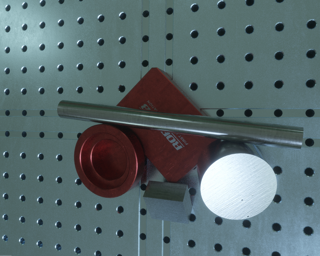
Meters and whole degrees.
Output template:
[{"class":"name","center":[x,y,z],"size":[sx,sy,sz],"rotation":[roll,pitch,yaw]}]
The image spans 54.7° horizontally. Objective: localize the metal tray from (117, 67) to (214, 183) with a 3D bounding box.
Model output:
[{"class":"metal tray","center":[0.009,-0.004,0.407],"size":[0.090,0.030,0.130],"rotation":[-45,77,14]}]

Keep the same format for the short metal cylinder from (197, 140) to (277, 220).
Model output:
[{"class":"short metal cylinder","center":[0.084,0.056,0.353],"size":[0.081,0.050,0.079],"rotation":[0,108,2]}]

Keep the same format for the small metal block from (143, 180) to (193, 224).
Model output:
[{"class":"small metal block","center":[0.011,0.094,0.393],"size":[0.050,0.025,0.050],"rotation":[3,134,19]}]

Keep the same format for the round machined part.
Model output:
[{"class":"round machined part","center":[-0.064,0.041,0.420],"size":[0.098,0.042,0.097],"rotation":[3,97,24]}]

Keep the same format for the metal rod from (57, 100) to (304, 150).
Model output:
[{"class":"metal rod","center":[0.008,-0.007,0.375],"size":[0.301,0.025,0.025],"rotation":[8,93,19]}]
